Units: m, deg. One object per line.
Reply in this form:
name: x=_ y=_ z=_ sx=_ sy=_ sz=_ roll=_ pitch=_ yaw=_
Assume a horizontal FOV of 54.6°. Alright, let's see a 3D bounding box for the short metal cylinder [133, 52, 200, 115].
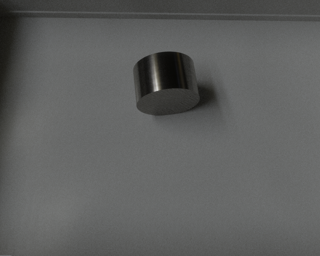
short metal cylinder: x=0.008 y=-0.055 z=0.401 sx=0.080 sy=0.080 sz=0.050 roll=-6 pitch=70 yaw=-2
